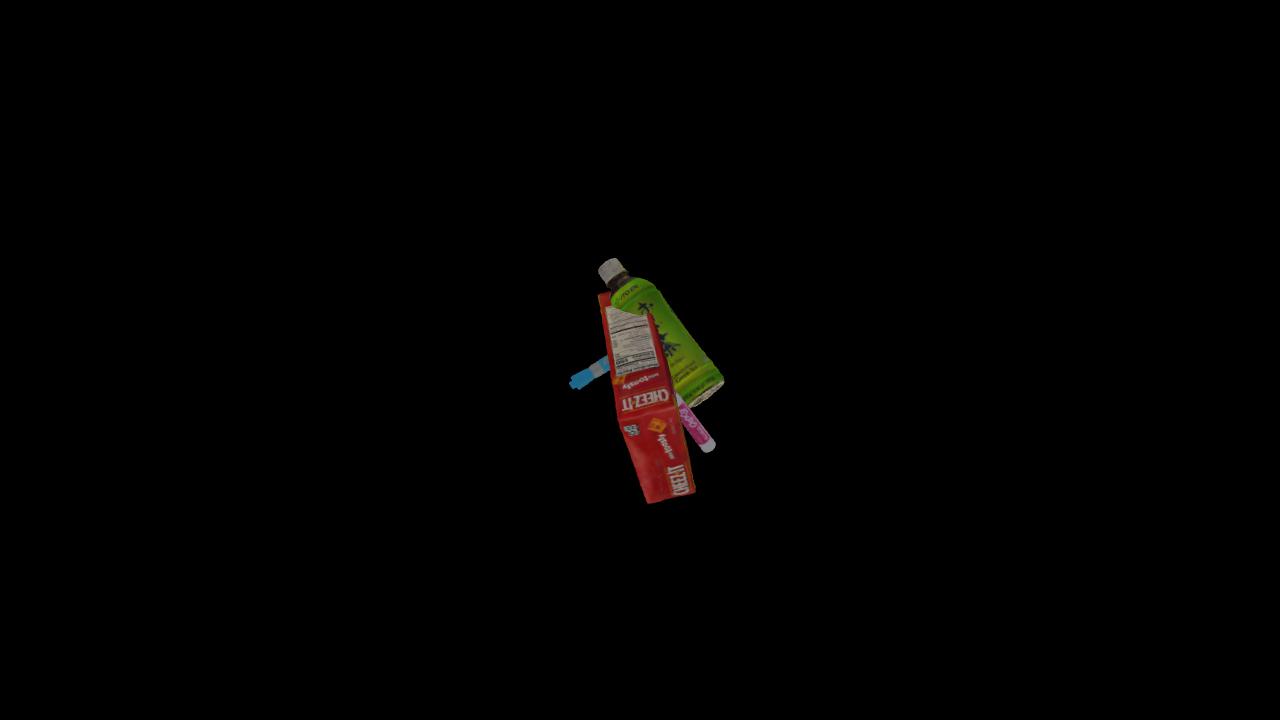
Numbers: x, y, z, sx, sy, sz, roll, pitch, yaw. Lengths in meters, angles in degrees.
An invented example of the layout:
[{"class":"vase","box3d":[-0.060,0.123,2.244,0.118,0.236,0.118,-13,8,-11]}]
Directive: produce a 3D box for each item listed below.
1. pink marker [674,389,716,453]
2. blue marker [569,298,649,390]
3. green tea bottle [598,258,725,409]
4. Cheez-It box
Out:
[{"class":"pink marker","box3d":[0.053,0.064,0.726,0.020,0.121,0.020,-28,28,17]},{"class":"blue marker","box3d":[-0.032,0.000,0.738,0.121,0.020,0.020,-33,11,-17]},{"class":"green tea bottle","box3d":[0.017,-0.037,0.767,0.073,0.212,0.073,-36,-11,-8]},{"class":"Cheez-It box","box3d":[0.008,0.037,0.761,0.071,0.166,0.223,-14,44,3]}]
